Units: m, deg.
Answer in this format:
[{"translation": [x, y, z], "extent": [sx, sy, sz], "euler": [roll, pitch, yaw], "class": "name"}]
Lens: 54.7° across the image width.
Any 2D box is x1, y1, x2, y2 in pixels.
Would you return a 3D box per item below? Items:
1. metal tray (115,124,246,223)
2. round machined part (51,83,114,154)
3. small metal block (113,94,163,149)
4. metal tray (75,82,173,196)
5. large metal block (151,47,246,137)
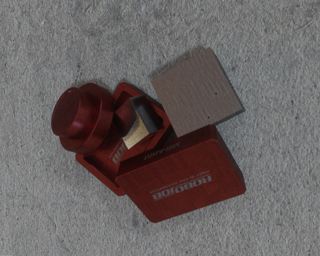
[{"translation": [0.025, 0.060, 0.374], "extent": [0.130, 0.030, 0.090], "euler": [-24, 118, 19], "class": "metal tray"}, {"translation": [-0.110, -0.016, 0.418], "extent": [0.098, 0.042, 0.098], "euler": [-20, 59, 38], "class": "round machined part"}, {"translation": [-0.031, -0.008, 0.397], "extent": [0.050, 0.025, 0.050], "euler": [-37, 79, 45], "class": "small metal block"}, {"translation": [-0.046, 0.015, 0.423], "extent": [0.090, 0.030, 0.129], "euler": [37, 101, 16], "class": "metal tray"}, {"translation": [0.048, -0.039, 0.380], "extent": [0.080, 0.050, 0.080], "euler": [-28, 81, 17], "class": "large metal block"}]
